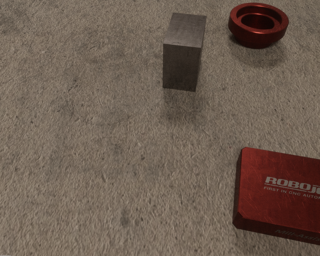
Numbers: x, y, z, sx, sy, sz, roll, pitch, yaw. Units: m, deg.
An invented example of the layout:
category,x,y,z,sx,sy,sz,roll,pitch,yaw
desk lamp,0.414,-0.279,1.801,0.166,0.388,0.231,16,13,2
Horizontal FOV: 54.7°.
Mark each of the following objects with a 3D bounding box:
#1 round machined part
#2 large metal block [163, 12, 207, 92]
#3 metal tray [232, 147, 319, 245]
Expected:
category,x,y,z,sx,sy,sz,roll,pitch,yaw
round machined part,0.169,-0.175,0.542,0.099,0.042,0.098,0,50,0
large metal block,0.036,-0.113,0.463,0.050,0.080,0.080,8,51,7
metal tray,0.150,0.075,0.339,0.131,0.030,0.090,10,51,7
